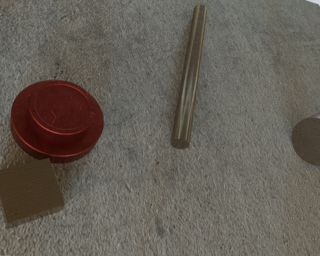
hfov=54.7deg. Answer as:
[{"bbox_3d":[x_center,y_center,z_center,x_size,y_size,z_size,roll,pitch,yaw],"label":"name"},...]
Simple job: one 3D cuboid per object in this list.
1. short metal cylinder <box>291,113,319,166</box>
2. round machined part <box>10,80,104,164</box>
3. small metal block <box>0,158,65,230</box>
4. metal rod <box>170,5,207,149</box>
[{"bbox_3d":[0.264,0.016,0.501,0.050,0.080,0.080,-18,71,-35],"label":"short metal cylinder"},{"bbox_3d":[-0.110,-0.014,0.342,0.099,0.042,0.098,14,56,-21],"label":"round machined part"},{"bbox_3d":[-0.126,0.062,0.298,0.050,0.025,0.050,-13,69,-34],"label":"small metal block"},{"bbox_3d":[0.051,-0.099,0.491,0.025,0.025,0.300,23,53,-15],"label":"metal rod"}]
